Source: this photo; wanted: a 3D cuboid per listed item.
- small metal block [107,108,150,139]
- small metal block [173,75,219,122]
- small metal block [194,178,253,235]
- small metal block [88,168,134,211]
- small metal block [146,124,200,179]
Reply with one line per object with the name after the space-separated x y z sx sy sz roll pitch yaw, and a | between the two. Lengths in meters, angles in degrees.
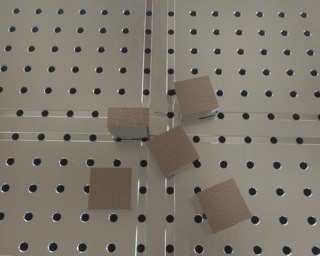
-0.039 -0.005 0.400 0.050 0.050 0.025 0 70 0 | small metal block
0.048 -0.040 0.427 0.050 0.025 0.050 -13 71 -5 | small metal block
0.075 0.095 0.377 0.050 0.025 0.050 -21 71 -8 | small metal block
-0.060 0.076 0.384 0.050 0.025 0.050 0 70 0 | small metal block
0.016 0.031 0.401 0.050 0.025 0.050 -26 72 -9 | small metal block
